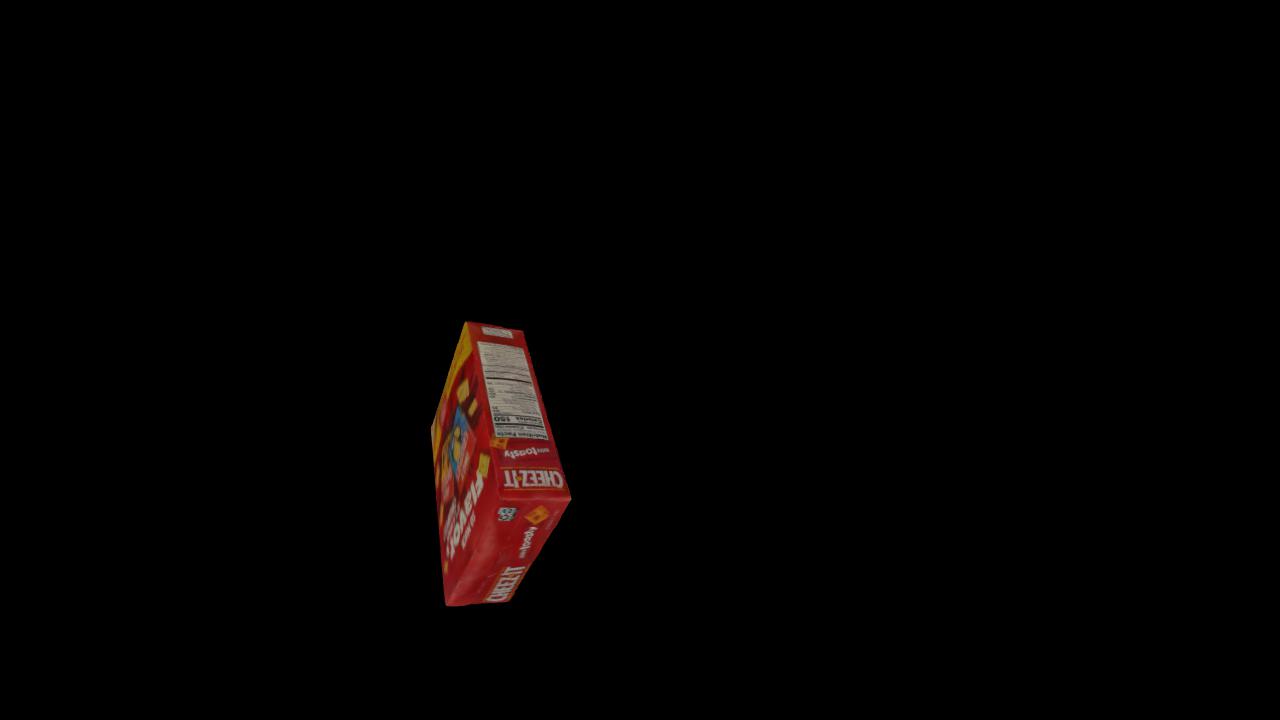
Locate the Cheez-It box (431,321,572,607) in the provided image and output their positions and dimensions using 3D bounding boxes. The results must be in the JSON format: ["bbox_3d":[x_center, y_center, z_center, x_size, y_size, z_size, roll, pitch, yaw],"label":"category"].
[{"bbox_3d":[-0.148,0.096,0.601,0.071,0.166,0.223,8,38,-30],"label":"Cheez-It box"}]
